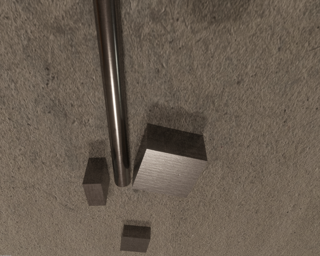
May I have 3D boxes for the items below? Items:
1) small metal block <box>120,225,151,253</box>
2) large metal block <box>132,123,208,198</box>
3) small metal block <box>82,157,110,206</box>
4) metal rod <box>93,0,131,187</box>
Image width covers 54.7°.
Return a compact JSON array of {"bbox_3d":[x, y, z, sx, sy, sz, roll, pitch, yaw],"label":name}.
[{"bbox_3d":[-0.047,0.210,0.585,0.050,0.025,0.050,8,130,-8],"label":"small metal block"},{"bbox_3d":[0.011,0.047,0.431,0.081,0.050,0.079,12,129,-11],"label":"large metal block"},{"bbox_3d":[-0.093,0.079,0.457,0.025,0.050,0.050,-1,130,1],"label":"small metal block"},{"bbox_3d":[-0.055,-0.032,0.378,0.025,0.025,0.298,0,130,-1],"label":"metal rod"}]
